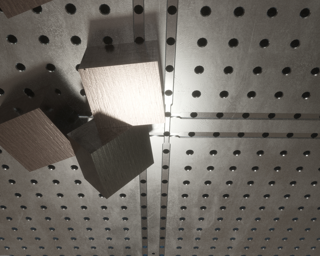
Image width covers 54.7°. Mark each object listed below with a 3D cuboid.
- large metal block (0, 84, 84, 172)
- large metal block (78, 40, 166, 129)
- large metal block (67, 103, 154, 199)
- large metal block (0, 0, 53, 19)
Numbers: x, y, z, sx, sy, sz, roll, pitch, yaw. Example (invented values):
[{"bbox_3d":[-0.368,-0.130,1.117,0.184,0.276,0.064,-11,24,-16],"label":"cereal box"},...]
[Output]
[{"bbox_3d":[-0.153,0.002,0.395,0.080,0.050,0.080,-20,128,15],"label":"large metal block"},{"bbox_3d":[-0.038,-0.049,0.353,0.080,0.050,0.080,-5,130,4],"label":"large metal block"},{"bbox_3d":[-0.058,0.028,0.391,0.080,0.050,0.080,-35,137,-29],"label":"large metal block"},{"bbox_3d":[-0.113,-0.153,0.263,0.080,0.050,0.080,-16,129,13],"label":"large metal block"}]
